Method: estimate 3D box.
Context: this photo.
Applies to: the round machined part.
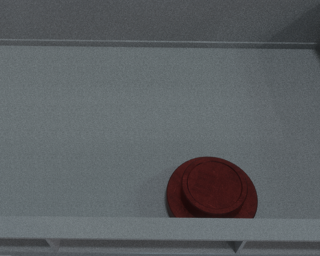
[{"bbox_3d":[0.056,0.071,0.335,0.099,0.042,0.098,0,50,0],"label":"round machined part"}]
